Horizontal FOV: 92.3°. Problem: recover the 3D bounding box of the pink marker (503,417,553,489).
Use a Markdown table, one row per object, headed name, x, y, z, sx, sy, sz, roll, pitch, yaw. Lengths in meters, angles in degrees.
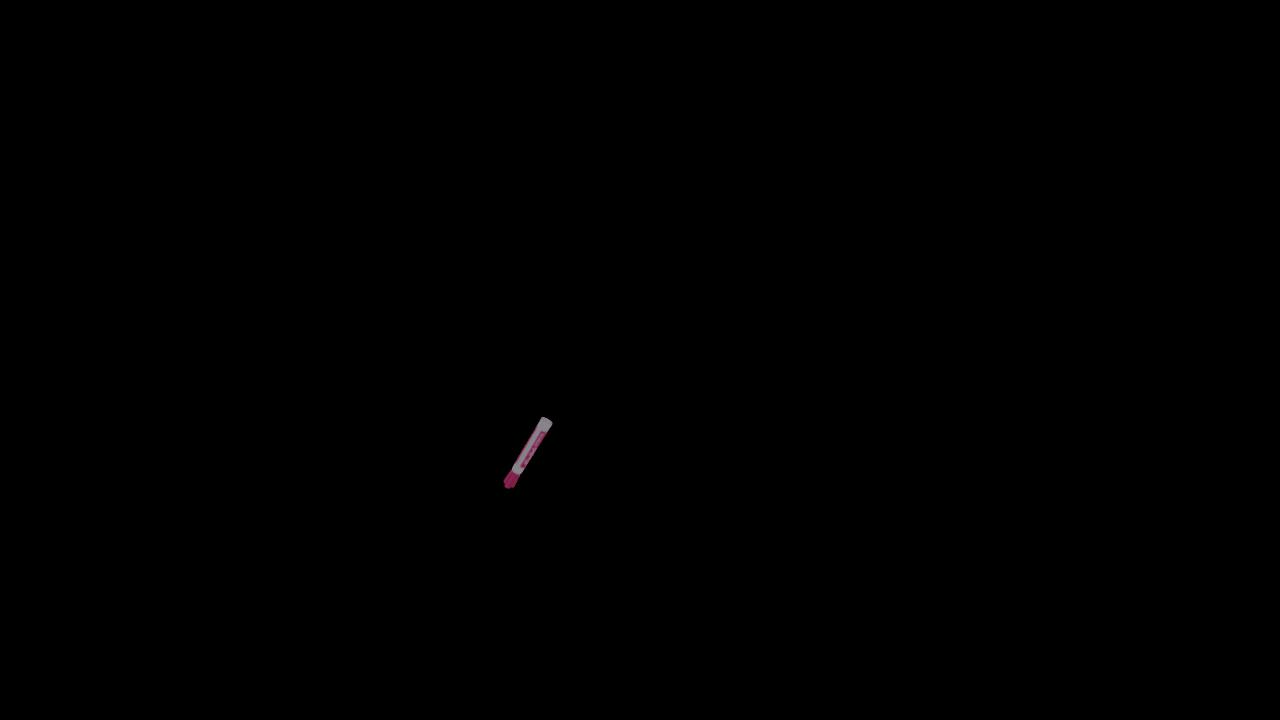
| name | x | y | z | sx | sy | sz | roll | pitch | yaw |
| --- | --- | --- | --- | --- | --- | --- | --- | --- | --- |
| pink marker | -0.167 | 0.139 | 0.907 | 0.020 | 0.121 | 0.020 | 31 | 9 | -6 |
